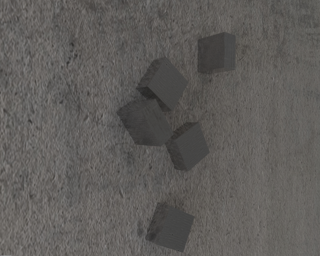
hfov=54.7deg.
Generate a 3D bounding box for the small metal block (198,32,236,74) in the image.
[{"bbox_3d":[0.083,-0.109,0.457,0.025,0.050,0.050,1,90,-40],"label":"small metal block"}]

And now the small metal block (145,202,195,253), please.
[{"bbox_3d":[0.014,0.134,0.417,0.050,0.025,0.050,33,70,-35],"label":"small metal block"}]

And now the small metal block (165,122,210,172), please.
[{"bbox_3d":[0.038,0.025,0.436,0.050,0.025,0.050,-35,112,-34],"label":"small metal block"}]

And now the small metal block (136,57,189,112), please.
[{"bbox_3d":[0.004,-0.056,0.408,0.050,0.025,0.050,43,64,-32],"label":"small metal block"}]

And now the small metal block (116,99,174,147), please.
[{"bbox_3d":[-0.018,-0.006,0.373,0.025,0.050,0.050,-43,116,-32],"label":"small metal block"}]
